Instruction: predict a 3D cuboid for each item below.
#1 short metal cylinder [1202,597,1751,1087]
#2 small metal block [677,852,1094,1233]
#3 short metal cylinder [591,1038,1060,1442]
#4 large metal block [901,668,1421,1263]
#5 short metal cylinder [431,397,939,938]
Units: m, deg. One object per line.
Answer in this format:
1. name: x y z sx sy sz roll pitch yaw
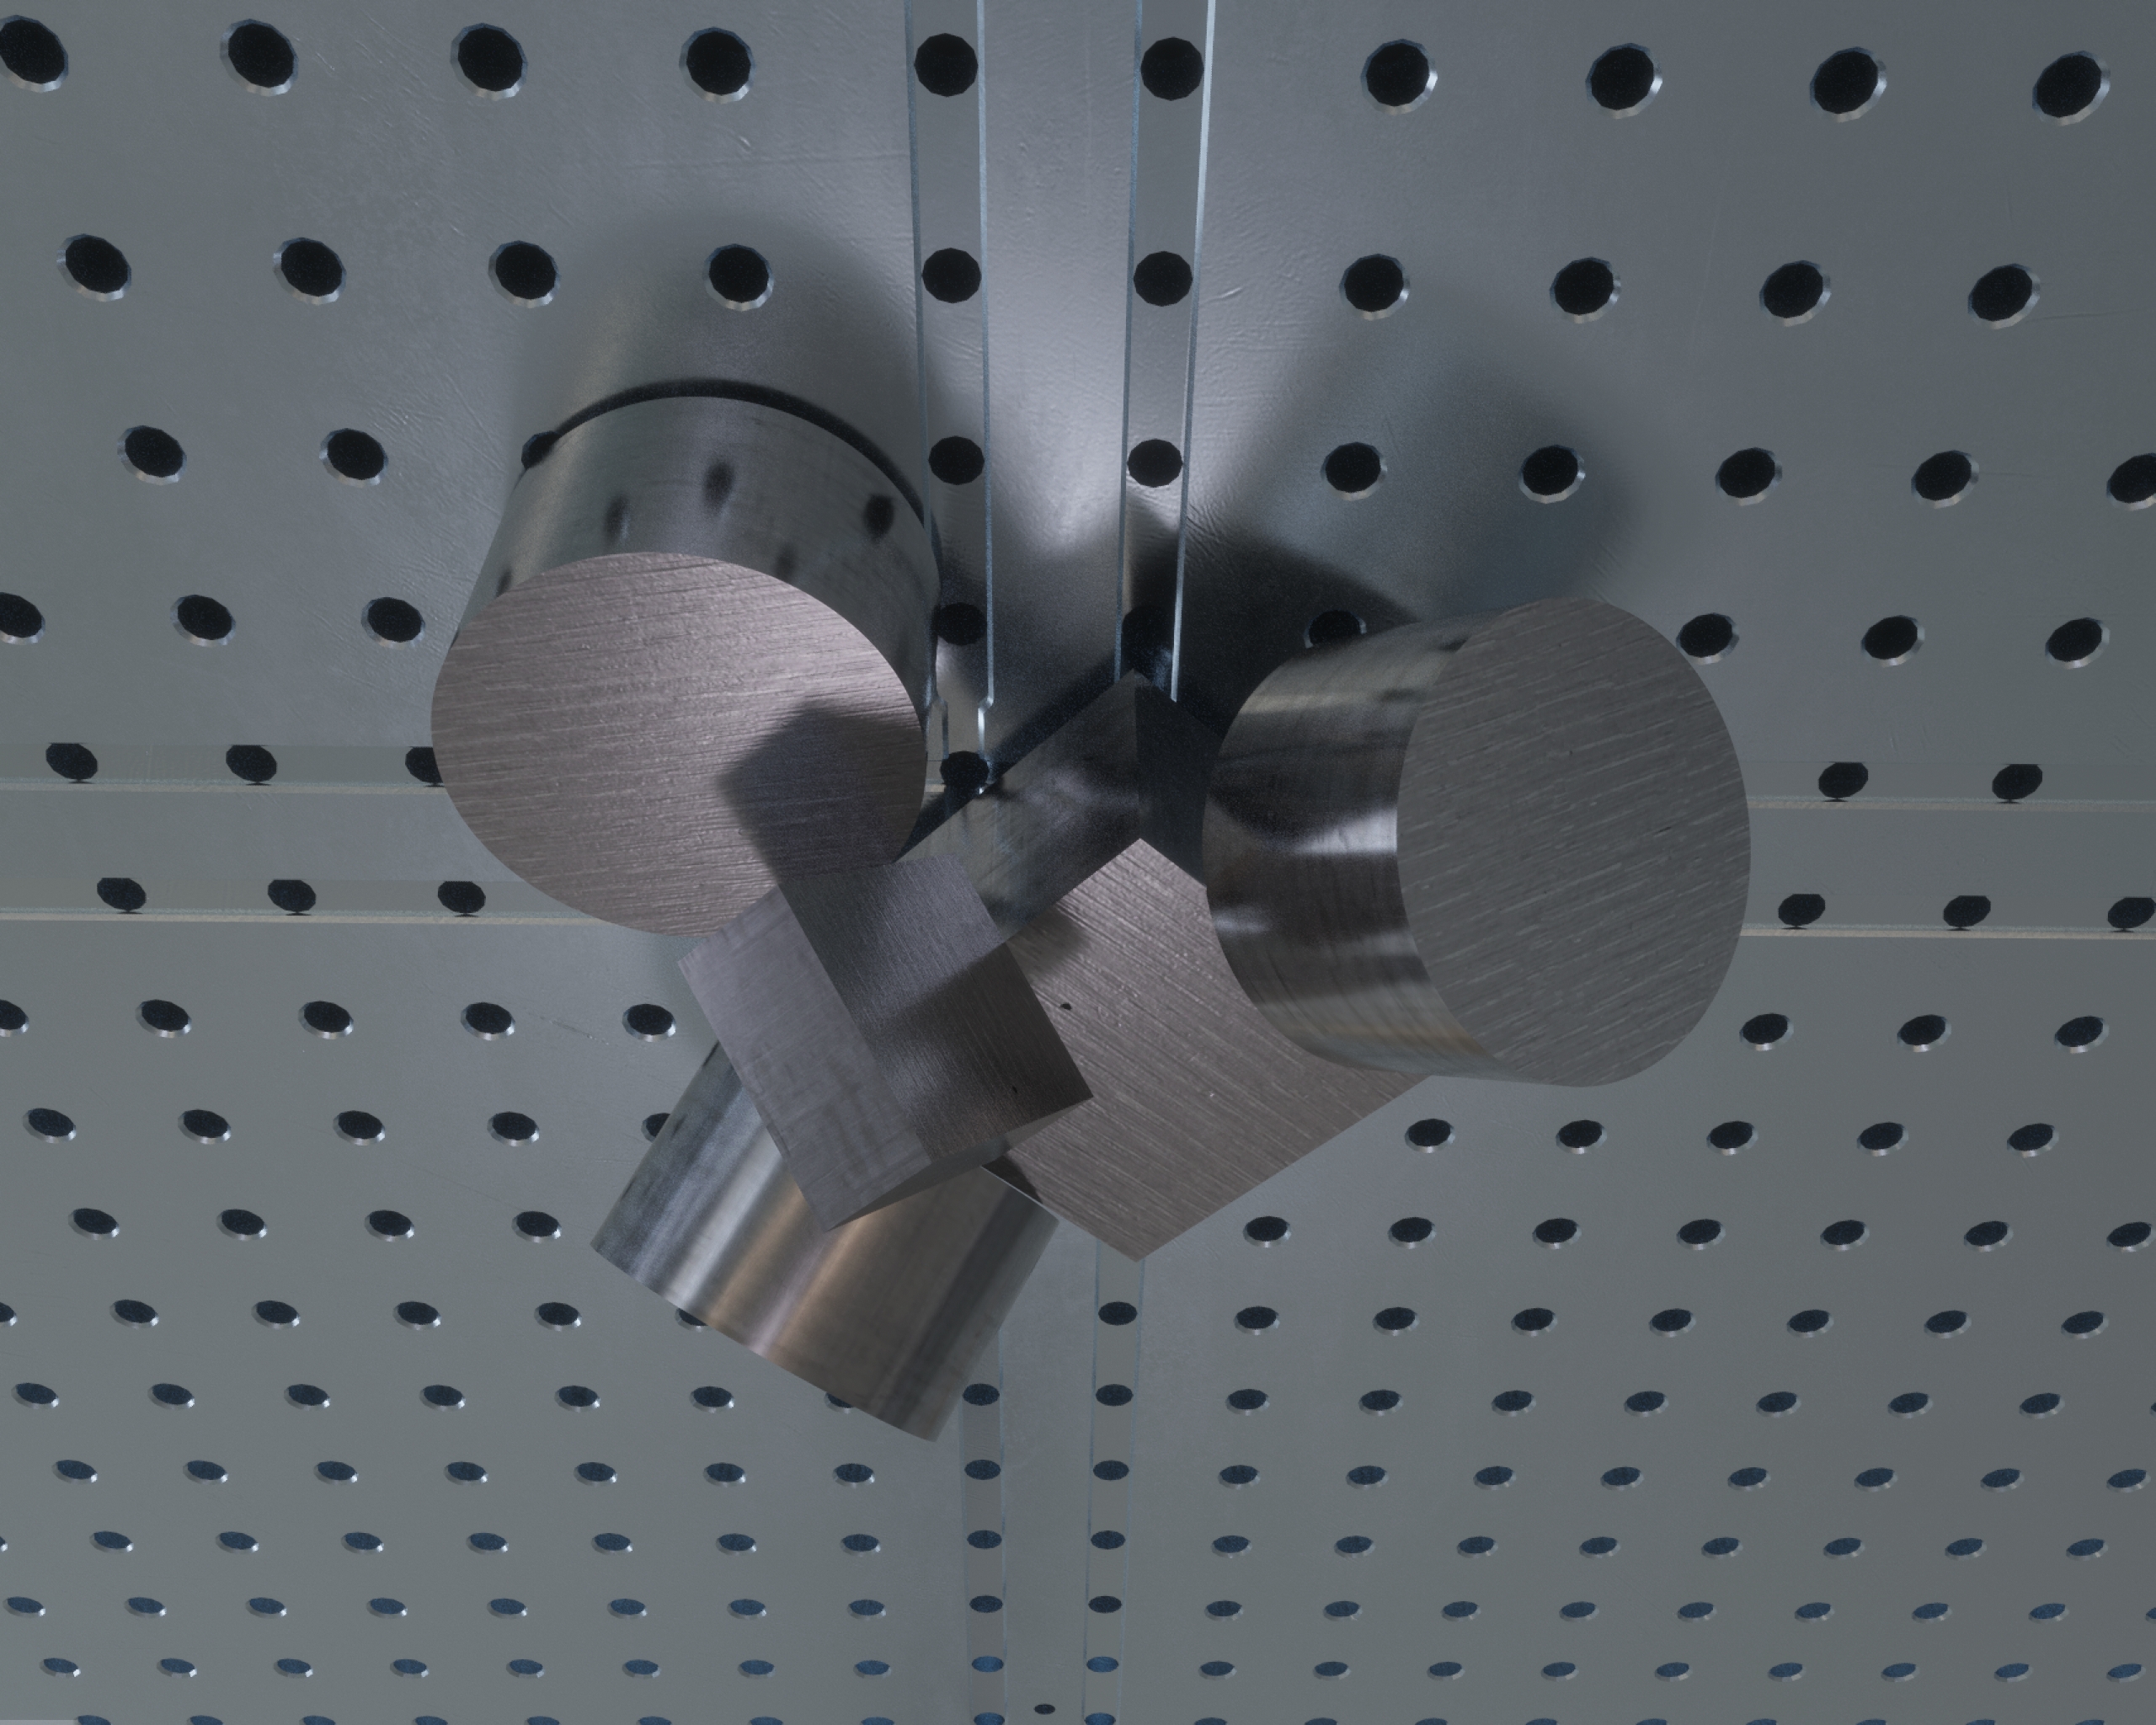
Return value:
1. short metal cylinder: 0.069 -0.003 0.360 0.080 0.080 0.050 36 160 -26
2. small metal block: -0.031 0.028 0.349 0.025 0.050 0.050 -36 78 28
3. short metal cylinder: -0.051 0.076 0.427 0.080 0.050 0.080 29 168 7
4. large metal block: 0.011 0.023 0.407 0.080 0.050 0.080 37 121 -27
5. short metal cylinder: -0.065 -0.033 0.362 0.081 0.050 0.079 0 130 0
